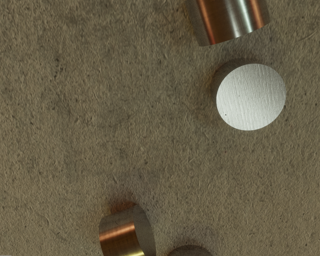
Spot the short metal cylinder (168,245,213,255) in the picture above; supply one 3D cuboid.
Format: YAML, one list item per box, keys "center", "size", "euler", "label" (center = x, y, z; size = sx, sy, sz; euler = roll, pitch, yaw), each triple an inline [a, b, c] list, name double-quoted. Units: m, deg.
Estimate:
- center: [0.049, 0.231, 0.482]
  size: [0.081, 0.050, 0.079]
  euler: [0, 110, 0]
  label: "short metal cylinder"

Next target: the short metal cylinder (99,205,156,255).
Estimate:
- center: [-0.044, 0.156, 0.437]
  size: [0.050, 0.080, 0.080]
  euler: [-21, 109, 7]
  label: "short metal cylinder"

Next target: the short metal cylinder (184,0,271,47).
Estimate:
- center: [0.072, -0.127, 0.334]
  size: [0.080, 0.080, 0.050]
  euler: [-19, 109, 7]
  label: "short metal cylinder"

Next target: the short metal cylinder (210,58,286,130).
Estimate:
- center: [0.105, -0.043, 0.381]
  size: [0.081, 0.050, 0.079]
  euler: [0, 110, 0]
  label: "short metal cylinder"
